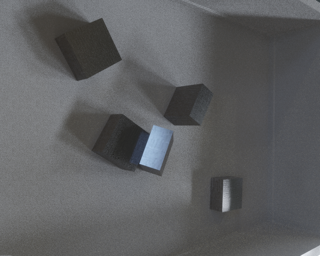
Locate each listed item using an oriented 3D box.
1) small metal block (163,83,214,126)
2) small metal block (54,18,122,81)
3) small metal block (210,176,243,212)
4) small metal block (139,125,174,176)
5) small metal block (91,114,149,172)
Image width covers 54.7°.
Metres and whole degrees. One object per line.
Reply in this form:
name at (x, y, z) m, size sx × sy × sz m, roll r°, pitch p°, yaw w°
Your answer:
small metal block at (0.039, -0.031, 0.425) m, size 0.025 × 0.050 × 0.050 m, roll 38°, pitch 67°, yaw -34°
small metal block at (-0.078, -0.087, 0.342) m, size 0.050 × 0.025 × 0.050 m, roll -38°, pitch 114°, yaw -34°
small metal block at (0.107, 0.105, 0.500) m, size 0.050 × 0.025 × 0.050 m, roll 4°, pitch 88°, yaw -40°
small metal block at (-0.003, 0.030, 0.388) m, size 0.050 × 0.025 × 0.050 m, roll 82°, pitch 26°, yaw -73°
small metal block at (-0.045, 0.018, 0.371) m, size 0.050 × 0.025 × 0.050 m, roll 38°, pitch 67°, yaw -34°
